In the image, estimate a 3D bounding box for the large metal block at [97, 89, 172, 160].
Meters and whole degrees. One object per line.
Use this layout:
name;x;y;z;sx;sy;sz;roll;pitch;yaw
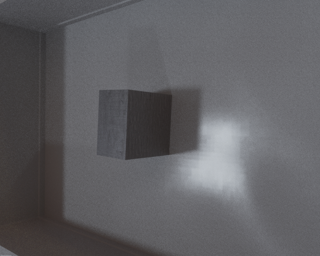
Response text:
large metal block;-0.031;-0.005;0.395;0.050;0.081;0.079;5;93;39
